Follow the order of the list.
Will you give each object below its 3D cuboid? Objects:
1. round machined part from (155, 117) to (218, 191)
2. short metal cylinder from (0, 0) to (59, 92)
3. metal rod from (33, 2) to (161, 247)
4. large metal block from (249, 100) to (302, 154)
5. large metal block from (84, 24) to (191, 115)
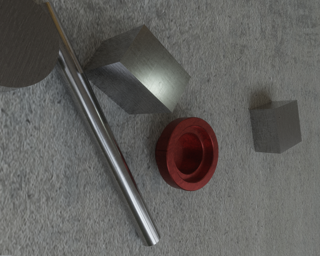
[{"bbox_3d":[0.032,0.034,0.423,0.099,0.042,0.097,0,90,-40],"label":"round machined part"},{"bbox_3d":[-0.138,-0.073,0.273,0.081,0.050,0.079,0,90,-40],"label":"short metal cylinder"},{"bbox_3d":[-0.065,0.011,0.351,0.025,0.025,0.299,-35,112,-35],"label":"metal rod"},{"bbox_3d":[0.215,-0.004,0.572,0.081,0.050,0.079,-18,102,-39],"label":"large metal block"},{"bbox_3d":[-0.027,-0.060,0.348,0.080,0.080,0.050,42,65,-32],"label":"large metal block"}]
